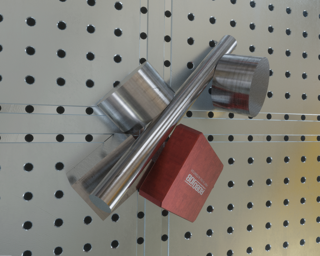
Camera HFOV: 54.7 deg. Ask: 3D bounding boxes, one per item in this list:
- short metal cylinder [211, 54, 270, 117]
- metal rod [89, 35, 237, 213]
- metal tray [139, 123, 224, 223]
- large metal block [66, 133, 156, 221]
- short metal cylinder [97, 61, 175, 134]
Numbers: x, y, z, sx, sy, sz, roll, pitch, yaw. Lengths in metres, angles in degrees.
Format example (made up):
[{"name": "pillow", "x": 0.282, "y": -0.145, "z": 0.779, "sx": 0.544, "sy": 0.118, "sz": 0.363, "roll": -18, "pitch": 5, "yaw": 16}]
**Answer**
[{"name": "short metal cylinder", "x": 0.111, "y": -0.058, "z": 0.420, "sx": 0.081, "sy": 0.050, "sz": 0.079, "roll": -29, "pitch": 126, "yaw": -50}, {"name": "metal rod", "x": 0.023, "y": -0.028, "z": 0.365, "sx": 0.025, "sy": 0.025, "sz": 0.301, "roll": 49, "pitch": 54, "yaw": -14}, {"name": "metal tray", "x": 0.033, "y": 0.061, "z": 0.381, "sx": 0.090, "sy": 0.030, "sz": 0.130, "roll": -59, "pitch": 149, "yaw": -10}, {"name": "large metal block", "x": -0.058, "y": 0.051, "z": 0.362, "sx": 0.080, "sy": 0.080, "sz": 0.050, "roll": -41, "pitch": 104, "yaw": -15}, {"name": "short metal cylinder", "x": -0.029, "y": -0.036, "z": 0.373, "sx": 0.080, "sy": 0.080, "sz": 0.050, "roll": -45, "pitch": 105, "yaw": -15}]
